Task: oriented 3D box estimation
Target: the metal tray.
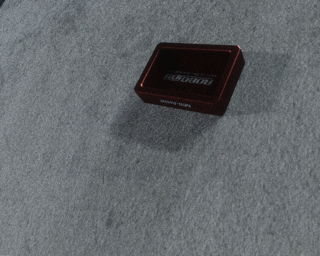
[{"bbox_3d":[0.038,-0.071,0.424,0.130,0.030,0.090,13,68,33],"label":"metal tray"}]
